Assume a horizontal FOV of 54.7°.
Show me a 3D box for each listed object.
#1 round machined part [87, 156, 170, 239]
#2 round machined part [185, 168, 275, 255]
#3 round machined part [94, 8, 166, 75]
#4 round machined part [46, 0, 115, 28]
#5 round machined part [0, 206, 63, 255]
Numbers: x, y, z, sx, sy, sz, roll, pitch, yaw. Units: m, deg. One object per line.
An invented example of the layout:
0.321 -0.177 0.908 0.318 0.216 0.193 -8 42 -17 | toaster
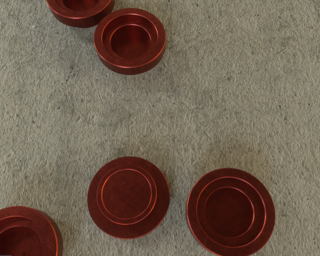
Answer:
-0.037 0.081 0.369 0.099 0.042 0.098 0 70 0 | round machined part
0.079 0.099 0.363 0.099 0.042 0.098 0 70 0 | round machined part
-0.041 -0.118 0.442 0.099 0.042 0.098 0 70 0 | round machined part
-0.117 -0.192 0.468 0.099 0.042 0.098 0 70 0 | round machined part
-0.158 0.139 0.347 0.099 0.042 0.098 0 70 0 | round machined part
